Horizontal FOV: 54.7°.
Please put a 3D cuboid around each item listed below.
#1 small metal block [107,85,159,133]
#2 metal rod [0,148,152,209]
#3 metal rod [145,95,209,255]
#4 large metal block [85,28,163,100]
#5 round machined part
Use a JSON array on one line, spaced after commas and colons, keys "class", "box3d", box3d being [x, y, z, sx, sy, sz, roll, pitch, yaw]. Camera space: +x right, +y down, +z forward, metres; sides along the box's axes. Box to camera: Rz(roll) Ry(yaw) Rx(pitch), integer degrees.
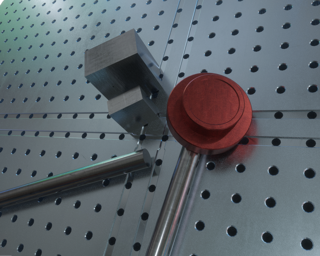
[{"class": "small metal block", "box3d": [-0.036, -0.025, 0.425, 0.050, 0.050, 0.025, -25, 53, 13]}, {"class": "metal rod", "box3d": [-0.153, 0.081, 0.436, 0.301, 0.025, 0.025, -18, 55, 17]}, {"class": "metal rod", "box3d": [0.021, 0.072, 0.351, 0.025, 0.025, 0.300, 7, 65, 31]}, {"class": "large metal block", "box3d": [-0.052, -0.084, 0.450, 0.080, 0.080, 0.050, -21, 54, 15]}, {"class": "round machined part", "box3d": [0.057, -0.022, 0.354, 0.099, 0.042, 0.098, 1, 68, -2]}]
